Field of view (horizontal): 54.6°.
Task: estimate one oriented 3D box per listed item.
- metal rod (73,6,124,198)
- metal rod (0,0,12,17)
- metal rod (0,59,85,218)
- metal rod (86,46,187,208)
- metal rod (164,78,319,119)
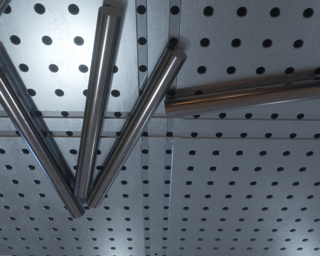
[{"bbox_3d":[-0.088,-0.007,0.404,0.025,0.025,0.298,11,129,-10],"label":"metal rod"},{"bbox_3d":[-0.251,-0.059,0.359,0.299,0.025,0.025,-37,121,27],"label":"metal rod"},{"bbox_3d":[-0.167,0.033,0.437,0.025,0.025,0.299,-8,130,6],"label":"metal rod"},{"bbox_3d":[-0.046,0.020,0.427,0.025,0.025,0.298,20,127,-16],"label":"metal rod"},{"bbox_3d":[0.156,-0.043,0.375,0.301,0.025,0.025,-7,130,6],"label":"metal rod"}]
